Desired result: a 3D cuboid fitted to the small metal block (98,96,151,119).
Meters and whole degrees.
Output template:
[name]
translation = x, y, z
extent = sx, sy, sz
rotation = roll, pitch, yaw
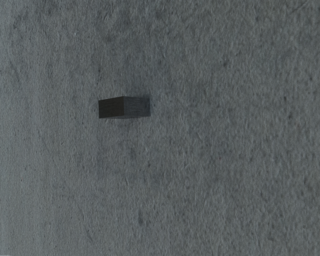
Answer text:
[small metal block]
translation = -0.049, -0.027, 0.430
extent = 0.050, 0.050, 0.025
rotation = -4, 87, 40
